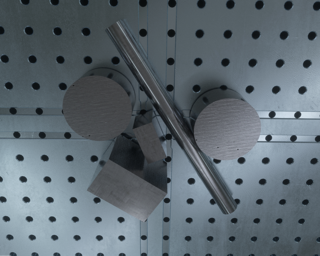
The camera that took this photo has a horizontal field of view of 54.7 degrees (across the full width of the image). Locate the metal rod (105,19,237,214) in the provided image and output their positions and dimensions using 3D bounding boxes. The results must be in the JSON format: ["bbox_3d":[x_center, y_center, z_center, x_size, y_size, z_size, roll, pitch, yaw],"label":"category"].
[{"bbox_3d":[0.024,-0.002,0.409,0.025,0.025,0.299,-30,108,10],"label":"metal rod"}]

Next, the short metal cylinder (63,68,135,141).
[{"bbox_3d":[-0.073,-0.030,0.384,0.081,0.050,0.079,0,110,0],"label":"short metal cylinder"}]

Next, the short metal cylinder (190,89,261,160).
[{"bbox_3d":[0.081,-0.006,0.395,0.081,0.050,0.079,0,110,0],"label":"short metal cylinder"}]

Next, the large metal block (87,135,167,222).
[{"bbox_3d":[-0.038,0.061,0.401,0.080,0.080,0.050,33,108,-11],"label":"large metal block"}]

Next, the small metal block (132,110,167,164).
[{"bbox_3d":[-0.012,0.010,0.399,0.025,0.050,0.050,-20,109,7],"label":"small metal block"}]
